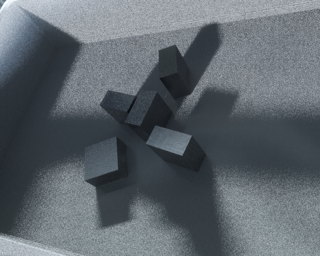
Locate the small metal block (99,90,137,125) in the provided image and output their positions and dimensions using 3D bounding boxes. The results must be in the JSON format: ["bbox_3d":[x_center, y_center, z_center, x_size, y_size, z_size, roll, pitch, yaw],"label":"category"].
[{"bbox_3d":[-0.046,-0.025,0.429,0.050,0.050,0.025,15,70,34],"label":"small metal block"}]

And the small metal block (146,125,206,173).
[{"bbox_3d":[0.020,0.025,0.364,0.050,0.050,0.025,16,70,34],"label":"small metal block"}]

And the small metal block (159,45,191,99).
[{"bbox_3d":[0.020,-0.076,0.426,0.025,0.050,0.050,-15,56,20],"label":"small metal block"}]

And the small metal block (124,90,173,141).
[{"bbox_3d":[-0.013,-0.014,0.406,0.025,0.050,0.050,12,68,33],"label":"small metal block"}]

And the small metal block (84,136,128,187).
[{"bbox_3d":[-0.073,0.045,0.416,0.050,0.025,0.050,-20,54,16],"label":"small metal block"}]
